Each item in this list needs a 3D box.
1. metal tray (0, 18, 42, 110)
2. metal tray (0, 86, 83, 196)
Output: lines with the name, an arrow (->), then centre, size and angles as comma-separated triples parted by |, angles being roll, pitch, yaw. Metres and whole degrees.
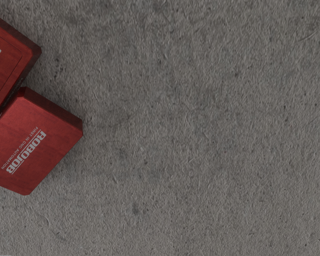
metal tray -> -0.220, -0.071, 0.378 | 0.090, 0.030, 0.130 | 37, 106, -13
metal tray -> -0.174, 0.021, 0.399 | 0.090, 0.030, 0.130 | 35, 107, -31
